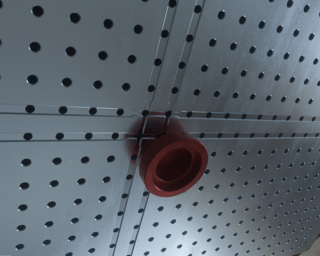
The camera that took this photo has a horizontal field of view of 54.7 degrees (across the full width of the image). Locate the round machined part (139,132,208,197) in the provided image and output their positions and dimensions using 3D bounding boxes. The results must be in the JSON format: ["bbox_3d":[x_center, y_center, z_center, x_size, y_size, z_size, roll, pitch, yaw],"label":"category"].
[{"bbox_3d":[0.016,0.047,0.440,0.099,0.042,0.097,-14,125,-21],"label":"round machined part"}]
